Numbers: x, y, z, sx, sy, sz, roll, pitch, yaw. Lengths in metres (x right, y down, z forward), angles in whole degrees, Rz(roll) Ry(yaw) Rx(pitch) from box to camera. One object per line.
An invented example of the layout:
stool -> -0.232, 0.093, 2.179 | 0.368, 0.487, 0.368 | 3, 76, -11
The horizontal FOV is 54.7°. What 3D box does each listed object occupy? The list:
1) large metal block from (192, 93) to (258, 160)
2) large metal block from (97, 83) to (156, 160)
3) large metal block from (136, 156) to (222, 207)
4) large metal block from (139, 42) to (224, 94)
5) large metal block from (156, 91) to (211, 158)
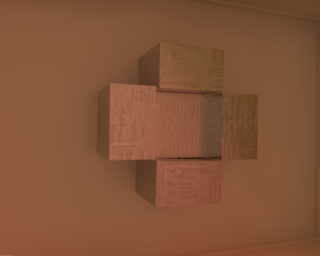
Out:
large metal block -> 0.083, -0.002, 0.411 | 0.050, 0.080, 0.080 | 1, 90, -20
large metal block -> -0.042, -0.006, 0.365 | 0.050, 0.080, 0.080 | 1, 90, -20
large metal block -> 0.020, 0.062, 0.387 | 0.081, 0.080, 0.050 | 2, 90, -20
large metal block -> 0.024, -0.068, 0.388 | 0.081, 0.080, 0.050 | 1, 90, -20
large metal block -> 0.017, -0.004, 0.401 | 0.081, 0.050, 0.080 | 1, 90, -20
